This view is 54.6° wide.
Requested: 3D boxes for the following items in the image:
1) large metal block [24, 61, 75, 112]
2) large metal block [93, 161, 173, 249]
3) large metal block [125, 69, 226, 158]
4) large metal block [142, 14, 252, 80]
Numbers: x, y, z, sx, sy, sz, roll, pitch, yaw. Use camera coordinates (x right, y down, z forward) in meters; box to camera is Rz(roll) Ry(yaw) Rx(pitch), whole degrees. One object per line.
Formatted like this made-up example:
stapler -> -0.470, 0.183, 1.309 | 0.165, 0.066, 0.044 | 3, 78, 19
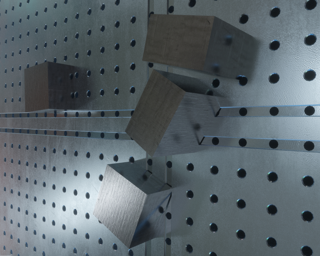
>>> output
large metal block -> -0.201, -0.070, 0.561 | 0.080, 0.050, 0.080 | -3, 88, 40
large metal block -> -0.040, 0.102, 0.427 | 0.080, 0.050, 0.080 | 29, 108, 36
large metal block -> 0.018, -0.016, 0.359 | 0.050, 0.081, 0.080 | 41, 115, 32
large metal block -> 0.041, -0.088, 0.340 | 0.080, 0.081, 0.050 | 19, 102, 38
